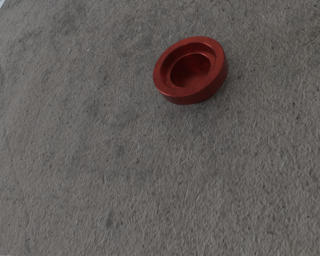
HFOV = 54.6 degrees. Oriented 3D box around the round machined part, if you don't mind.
[{"bbox_3d":[0.044,-0.072,0.415,0.098,0.042,0.098,-13,56,21],"label":"round machined part"}]
